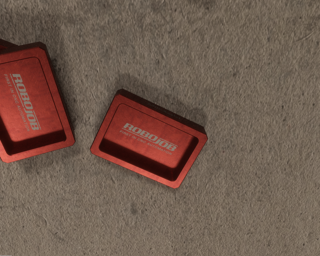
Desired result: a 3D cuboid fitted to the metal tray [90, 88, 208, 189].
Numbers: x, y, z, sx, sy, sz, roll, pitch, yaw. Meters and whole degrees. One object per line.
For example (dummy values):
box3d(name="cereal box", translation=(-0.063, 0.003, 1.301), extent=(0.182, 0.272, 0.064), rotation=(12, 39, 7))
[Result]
box3d(name="metal tray", translation=(-0.015, 0.016, 0.412), extent=(0.131, 0.030, 0.089), rotation=(25, 108, -10))

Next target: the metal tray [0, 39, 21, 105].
box3d(name="metal tray", translation=(-0.236, -0.055, 0.383), extent=(0.091, 0.030, 0.129), rotation=(21, 109, -8))

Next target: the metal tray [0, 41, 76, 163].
box3d(name="metal tray", translation=(-0.164, -0.028, 0.371), extent=(0.091, 0.030, 0.129), rotation=(-16, 120, -11))
